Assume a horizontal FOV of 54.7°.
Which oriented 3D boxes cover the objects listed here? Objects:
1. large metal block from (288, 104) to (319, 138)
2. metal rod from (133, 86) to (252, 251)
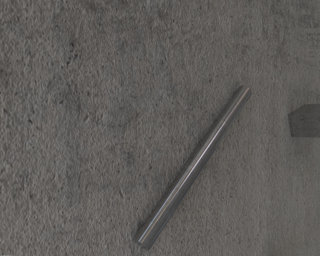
[{"bbox_3d":[0.326,-0.017,0.642,0.081,0.080,0.050,-22,105,-38],"label":"large metal block"},{"bbox_3d":[0.060,0.042,0.454,0.301,0.025,0.025,-51,120,-28],"label":"metal rod"}]
